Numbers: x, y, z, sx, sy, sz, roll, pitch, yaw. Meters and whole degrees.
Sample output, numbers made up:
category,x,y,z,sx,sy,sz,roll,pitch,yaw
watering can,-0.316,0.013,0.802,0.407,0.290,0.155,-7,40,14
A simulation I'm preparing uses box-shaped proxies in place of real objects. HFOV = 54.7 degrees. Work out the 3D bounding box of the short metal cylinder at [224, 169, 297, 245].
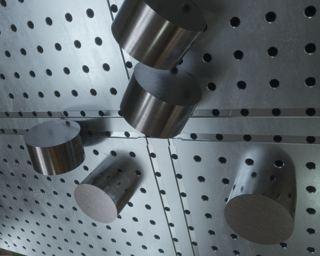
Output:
category,x,y,z,sx,sy,sz,roll,pitch,yaw
short metal cylinder,0.127,0.098,0.389,0.080,0.050,0.079,13,124,20

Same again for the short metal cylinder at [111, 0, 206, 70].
category,x,y,z,sx,sy,sz,roll,pitch,yaw
short metal cylinder,-0.002,-0.105,0.311,0.080,0.080,0.050,40,129,0

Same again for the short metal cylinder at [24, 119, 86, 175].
category,x,y,z,sx,sy,sz,roll,pitch,yaw
short metal cylinder,-0.159,0.028,0.474,0.080,0.080,0.050,11,123,22

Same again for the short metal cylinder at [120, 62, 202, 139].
category,x,y,z,sx,sy,sz,roll,pitch,yaw
short metal cylinder,0.000,-0.034,0.353,0.080,0.080,0.050,33,129,6

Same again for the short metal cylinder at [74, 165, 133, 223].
category,x,y,z,sx,sy,sz,roll,pitch,yaw
short metal cylinder,-0.092,0.108,0.509,0.080,0.050,0.079,13,124,20
